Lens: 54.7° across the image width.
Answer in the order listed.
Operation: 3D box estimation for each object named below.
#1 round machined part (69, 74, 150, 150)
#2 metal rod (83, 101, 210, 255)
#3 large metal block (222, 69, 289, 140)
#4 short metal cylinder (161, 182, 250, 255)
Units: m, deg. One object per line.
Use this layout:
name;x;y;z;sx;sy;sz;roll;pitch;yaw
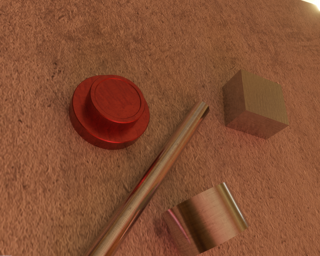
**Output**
round machined part;-0.057;-0.026;0.379;0.099;0.042;0.098;14;56;-21
metal rod;-0.011;0.062;0.361;0.025;0.025;0.301;40;51;-2
large metal block;0.150;-0.037;0.493;0.081;0.050;0.080;17;55;-19
short metal cylinder;0.048;0.099;0.336;0.081;0.080;0.050;-15;70;-34
